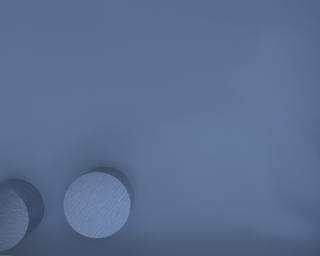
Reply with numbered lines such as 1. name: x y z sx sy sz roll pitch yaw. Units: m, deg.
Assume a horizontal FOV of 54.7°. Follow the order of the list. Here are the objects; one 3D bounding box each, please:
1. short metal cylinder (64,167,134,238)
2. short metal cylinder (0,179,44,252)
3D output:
1. short metal cylinder: -0.076 0.093 0.398 0.081 0.050 0.080 0 90 0
2. short metal cylinder: -0.198 0.109 0.397 0.081 0.050 0.080 0 90 0
